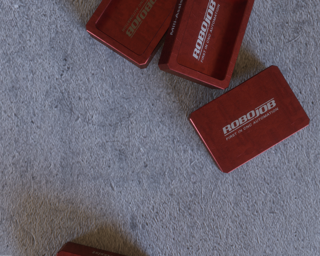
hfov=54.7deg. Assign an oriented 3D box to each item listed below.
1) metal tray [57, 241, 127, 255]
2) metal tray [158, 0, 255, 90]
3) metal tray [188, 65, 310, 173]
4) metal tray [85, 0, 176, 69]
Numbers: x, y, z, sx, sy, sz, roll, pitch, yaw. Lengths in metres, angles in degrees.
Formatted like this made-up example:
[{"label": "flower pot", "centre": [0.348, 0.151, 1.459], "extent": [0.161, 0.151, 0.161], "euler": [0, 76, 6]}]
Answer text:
[{"label": "metal tray", "centre": [-0.077, 0.212, 0.406], "extent": [0.131, 0.030, 0.090], "euler": [14, 90, 0]}, {"label": "metal tray", "centre": [0.060, -0.122, 0.388], "extent": [0.091, 0.030, 0.129], "euler": [16, 91, -25]}, {"label": "metal tray", "centre": [0.115, -0.011, 0.408], "extent": [0.130, 0.030, 0.090], "euler": [-31, 90, 0]}, {"label": "metal tray", "centre": [-0.023, -0.156, 0.406], "extent": [0.090, 0.030, 0.130], "euler": [33, 90, 0]}]
